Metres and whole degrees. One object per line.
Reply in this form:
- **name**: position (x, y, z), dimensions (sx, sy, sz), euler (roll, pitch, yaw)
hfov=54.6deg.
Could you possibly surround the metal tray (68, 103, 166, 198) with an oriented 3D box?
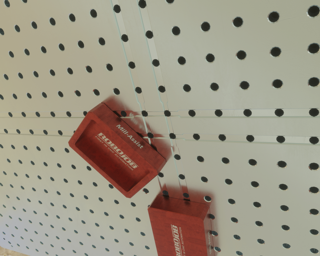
- **metal tray**: position (-0.067, 0.037, 0.466), dimensions (0.130, 0.030, 0.090), euler (42, 129, -1)

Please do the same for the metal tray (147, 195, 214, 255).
- **metal tray**: position (0.036, 0.174, 0.497), dimensions (0.090, 0.030, 0.129), euler (5, 121, 26)
